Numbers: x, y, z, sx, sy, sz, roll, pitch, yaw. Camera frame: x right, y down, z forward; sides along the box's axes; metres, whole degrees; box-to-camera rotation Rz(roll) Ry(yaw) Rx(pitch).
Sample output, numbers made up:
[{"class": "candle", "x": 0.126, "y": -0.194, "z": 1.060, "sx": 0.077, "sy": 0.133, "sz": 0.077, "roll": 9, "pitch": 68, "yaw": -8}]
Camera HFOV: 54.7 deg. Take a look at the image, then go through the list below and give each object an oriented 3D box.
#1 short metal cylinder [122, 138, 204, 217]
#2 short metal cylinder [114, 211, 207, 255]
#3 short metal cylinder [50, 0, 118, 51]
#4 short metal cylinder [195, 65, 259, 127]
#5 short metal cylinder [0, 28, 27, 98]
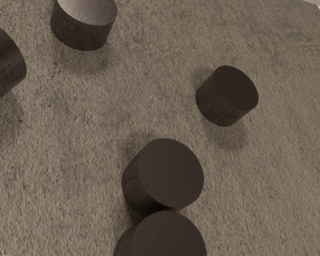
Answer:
[{"class": "short metal cylinder", "x": 0.003, "y": 0.058, "z": 0.355, "sx": 0.081, "sy": 0.050, "sz": 0.080, "roll": 14, "pitch": 56, "yaw": -21}, {"class": "short metal cylinder", "x": 0.000, "y": 0.129, "z": 0.310, "sx": 0.081, "sy": 0.050, "sz": 0.080, "roll": 14, "pitch": 56, "yaw": -21}, {"class": "short metal cylinder", "x": -0.105, "y": -0.153, "z": 0.426, "sx": 0.081, "sy": 0.050, "sz": 0.080, "roll": 14, "pitch": 56, "yaw": -21}, {"class": "short metal cylinder", "x": 0.102, "y": -0.048, "z": 0.475, "sx": 0.081, "sy": 0.050, "sz": 0.080, "roll": 14, "pitch": 56, "yaw": -21}, {"class": "short metal cylinder", "x": -0.184, "y": -0.065, "z": 0.309, "sx": 0.080, "sy": 0.080, "sz": 0.050, "roll": 36, "pitch": 51, "yaw": -5}]
